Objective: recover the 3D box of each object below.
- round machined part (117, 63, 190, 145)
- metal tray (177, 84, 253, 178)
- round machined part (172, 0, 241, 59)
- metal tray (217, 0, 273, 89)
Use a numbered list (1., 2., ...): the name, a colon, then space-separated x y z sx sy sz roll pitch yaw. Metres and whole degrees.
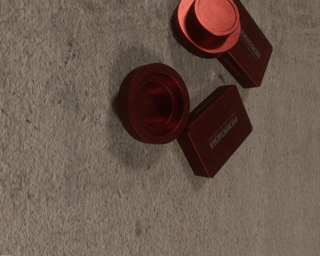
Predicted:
1. round machined part: -0.012 -0.029 0.386 0.099 0.042 0.097 0 90 -40
2. metal tray: 0.086 0.003 0.477 0.131 0.030 0.090 -42 116 -32
3. round machined part: 0.070 -0.150 0.431 0.099 0.042 0.098 4 77 -18
4. metal tray: 0.135 -0.138 0.517 0.130 0.030 0.090 37 67 -34
